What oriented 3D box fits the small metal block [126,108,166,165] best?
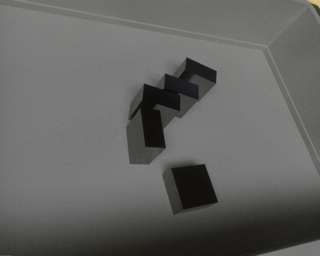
[{"bbox_3d":[-0.018,0.011,0.373,0.025,0.050,0.050,5,59,-26],"label":"small metal block"}]

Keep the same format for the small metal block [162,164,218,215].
[{"bbox_3d":[0.036,0.074,0.380,0.050,0.025,0.050,-3,63,-30],"label":"small metal block"}]

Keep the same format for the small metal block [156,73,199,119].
[{"bbox_3d":[0.018,-0.043,0.425,0.050,0.050,0.025,17,55,-19],"label":"small metal block"}]

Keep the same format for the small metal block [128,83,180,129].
[{"bbox_3d":[-0.008,-0.026,0.401,0.050,0.050,0.025,16,55,-19],"label":"small metal block"}]

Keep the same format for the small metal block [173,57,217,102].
[{"bbox_3d":[0.048,-0.070,0.458,0.050,0.050,0.025,21,54,-16],"label":"small metal block"}]
